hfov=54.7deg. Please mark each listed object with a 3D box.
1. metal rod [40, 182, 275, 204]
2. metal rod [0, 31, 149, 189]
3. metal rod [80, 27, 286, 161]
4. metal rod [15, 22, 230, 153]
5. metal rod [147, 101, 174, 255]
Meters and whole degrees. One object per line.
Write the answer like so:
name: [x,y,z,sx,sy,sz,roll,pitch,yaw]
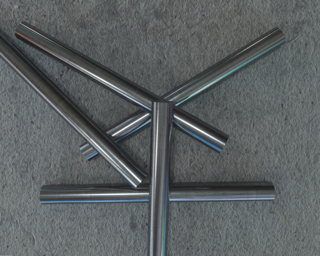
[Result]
metal rod: [-0.003,0.086,0.409,0.302,0.025,0.025,-1,90,0]
metal rod: [-0.131,-0.037,0.391,0.300,0.025,0.025,43,90,6]
metal rod: [0.030,-0.044,0.409,0.301,0.025,0.025,-31,90,0]
metal rod: [-0.052,-0.054,0.390,0.301,0.025,0.025,30,90,7]
metal rod: [-0.002,0.116,0.382,0.025,0.025,0.298,2,101,0]
